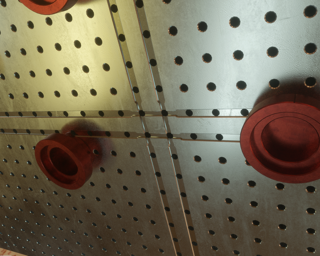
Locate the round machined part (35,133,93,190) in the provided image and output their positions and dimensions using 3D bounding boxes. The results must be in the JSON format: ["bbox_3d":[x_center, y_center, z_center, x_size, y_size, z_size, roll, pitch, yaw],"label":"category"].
[{"bbox_3d":[-0.152,0.050,0.509,0.098,0.042,0.097,13,124,20],"label":"round machined part"}]

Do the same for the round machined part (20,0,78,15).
[{"bbox_3d":[-0.127,-0.183,0.352,0.098,0.042,0.097,13,124,20],"label":"round machined part"}]

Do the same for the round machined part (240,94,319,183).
[{"bbox_3d":[0.139,0.008,0.331,0.098,0.042,0.097,13,124,20],"label":"round machined part"}]
